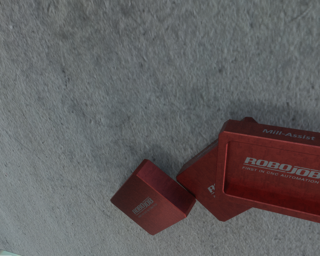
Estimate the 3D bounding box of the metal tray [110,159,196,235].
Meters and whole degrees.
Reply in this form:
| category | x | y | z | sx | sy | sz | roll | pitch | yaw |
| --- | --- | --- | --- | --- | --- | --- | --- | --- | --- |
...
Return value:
| category | x | y | z | sx | sy | sz | roll | pitch | yaw |
| --- | --- | --- | --- | --- | --- | --- | --- | --- | --- |
| metal tray | -0.016 | 0.107 | 0.456 | 0.090 | 0.030 | 0.129 | 39 | 143 | 1 |

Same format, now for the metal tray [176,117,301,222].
| category | x | y | z | sx | sy | sz | roll | pitch | yaw |
| --- | --- | --- | --- | --- | --- | --- | --- | --- | --- |
| metal tray | 0.093 | 0.057 | 0.389 | 0.090 | 0.030 | 0.129 | 43 | 129 | -3 |

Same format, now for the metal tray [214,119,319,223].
| category | x | y | z | sx | sy | sz | roll | pitch | yaw |
| --- | --- | --- | --- | --- | --- | --- | --- | --- | --- |
| metal tray | 0.127 | 0.046 | 0.324 | 0.130 | 0.030 | 0.089 | 10 | 120 | 20 |
